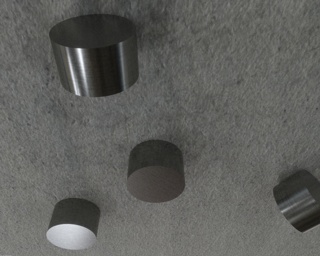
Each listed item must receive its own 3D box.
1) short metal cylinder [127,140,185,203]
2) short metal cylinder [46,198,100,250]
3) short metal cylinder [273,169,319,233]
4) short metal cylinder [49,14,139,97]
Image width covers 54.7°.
[{"bbox_3d":[-0.006,0.063,0.444,0.081,0.050,0.079,0,130,0],"label":"short metal cylinder"},{"bbox_3d":[-0.146,0.164,0.529,0.081,0.050,0.079,0,130,0],"label":"short metal cylinder"},{"bbox_3d":[0.219,0.110,0.469,0.080,0.080,0.050,31,123,-24],"label":"short metal cylinder"},{"bbox_3d":[-0.062,-0.074,0.307,0.081,0.080,0.050,-1,130,0],"label":"short metal cylinder"}]
